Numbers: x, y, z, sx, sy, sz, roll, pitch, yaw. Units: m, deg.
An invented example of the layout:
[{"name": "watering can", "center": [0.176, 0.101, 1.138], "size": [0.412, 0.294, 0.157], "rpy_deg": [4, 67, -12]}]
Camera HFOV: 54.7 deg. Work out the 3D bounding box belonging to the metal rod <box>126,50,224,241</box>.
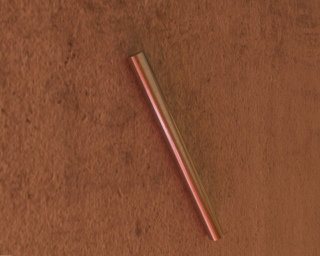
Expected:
[{"name": "metal rod", "center": [0.028, 0.037, 0.430], "size": [0.025, 0.025, 0.299], "rpy_deg": [-38, 114, -34]}]
